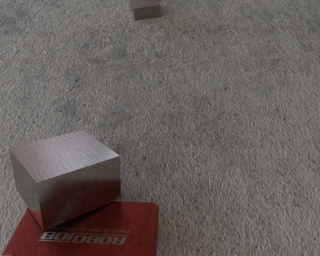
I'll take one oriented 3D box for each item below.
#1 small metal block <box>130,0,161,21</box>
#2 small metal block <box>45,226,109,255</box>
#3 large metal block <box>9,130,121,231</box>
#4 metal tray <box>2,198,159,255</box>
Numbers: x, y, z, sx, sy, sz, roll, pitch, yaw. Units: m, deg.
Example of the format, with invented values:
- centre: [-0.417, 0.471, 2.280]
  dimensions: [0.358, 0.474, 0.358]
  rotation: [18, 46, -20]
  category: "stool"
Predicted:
- centre: [-0.029, -0.236, 0.601]
  dimensions: [0.050, 0.025, 0.050]
  rotation: [-11, 51, -9]
  category: "small metal block"
- centre: [-0.083, 0.130, 0.293]
  dimensions: [0.050, 0.025, 0.050]
  rotation: [23, 54, 18]
  category: "small metal block"
- centre: [-0.096, 0.047, 0.317]
  dimensions: [0.081, 0.050, 0.080]
  rotation: [-16, 28, -36]
  category: "large metal block"
- centre: [-0.069, 0.110, 0.289]
  dimensions: [0.131, 0.030, 0.090]
  rotation: [2, 32, 2]
  category: "metal tray"
